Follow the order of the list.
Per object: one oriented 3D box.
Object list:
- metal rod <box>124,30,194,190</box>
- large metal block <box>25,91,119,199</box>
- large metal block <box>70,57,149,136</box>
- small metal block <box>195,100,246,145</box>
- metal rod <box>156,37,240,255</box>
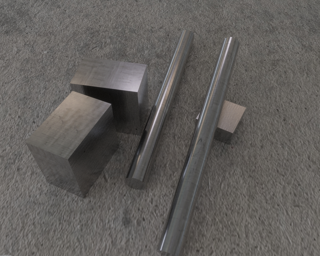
[{"bbox_3d":[0.010,-0.048,0.443,0.025,0.025,0.300,11,51,9],"label":"metal rod"},{"bbox_3d":[-0.093,0.019,0.351,0.050,0.080,0.080,19,53,15],"label":"large metal block"},{"bbox_3d":[-0.060,-0.040,0.400,0.080,0.080,0.050,8,51,7],"label":"large metal block"},{"bbox_3d":[0.080,-0.012,0.414,0.050,0.025,0.050,23,54,18],"label":"small metal block"},{"bbox_3d":[0.055,0.001,0.373,0.025,0.025,0.300,14,60,12],"label":"metal rod"}]
